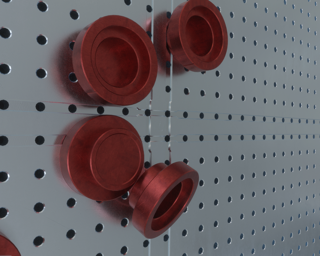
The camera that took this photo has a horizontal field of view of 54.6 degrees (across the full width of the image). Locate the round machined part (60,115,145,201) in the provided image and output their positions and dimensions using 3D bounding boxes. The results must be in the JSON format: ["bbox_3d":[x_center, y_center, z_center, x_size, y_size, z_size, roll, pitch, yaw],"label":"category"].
[{"bbox_3d":[-0.057,0.034,0.350,0.099,0.042,0.097,0,90,-40],"label":"round machined part"}]

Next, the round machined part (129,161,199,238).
[{"bbox_3d":[0.001,0.082,0.379,0.099,0.042,0.097,-37,146,-31],"label":"round machined part"}]

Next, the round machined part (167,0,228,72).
[{"bbox_3d":[0.048,-0.127,0.437,0.099,0.042,0.097,0,90,-40],"label":"round machined part"}]

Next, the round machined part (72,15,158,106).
[{"bbox_3d":[-0.054,-0.073,0.352,0.099,0.042,0.097,0,90,-40],"label":"round machined part"}]

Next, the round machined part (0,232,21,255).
[{"bbox_3d":[-0.165,0.136,0.259,0.099,0.042,0.097,0,90,-40],"label":"round machined part"}]
